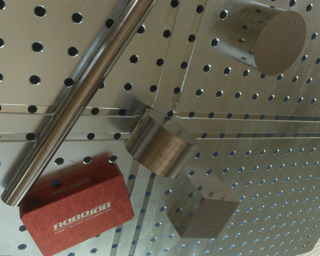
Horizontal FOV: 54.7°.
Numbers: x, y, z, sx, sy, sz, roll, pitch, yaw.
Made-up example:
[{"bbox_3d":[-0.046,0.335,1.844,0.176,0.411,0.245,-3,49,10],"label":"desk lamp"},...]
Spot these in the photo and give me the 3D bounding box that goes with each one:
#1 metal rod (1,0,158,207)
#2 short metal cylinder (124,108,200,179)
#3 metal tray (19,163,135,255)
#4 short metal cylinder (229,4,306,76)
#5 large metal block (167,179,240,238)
[{"bbox_3d":[-0.089,-0.034,0.341,0.025,0.025,0.299,28,103,-38],"label":"metal rod"},{"bbox_3d":[0.003,0.018,0.388,0.080,0.080,0.050,25,105,-37],"label":"short metal cylinder"},{"bbox_3d":[-0.107,0.110,0.418,0.131,0.030,0.089,-21,127,-16],"label":"metal tray"},{"bbox_3d":[0.138,-0.114,0.399,0.081,0.050,0.079,-14,124,-21],"label":"short metal cylinder"},{"bbox_3d":[0.072,0.136,0.519,0.081,0.050,0.080,15,111,-34],"label":"large metal block"}]
